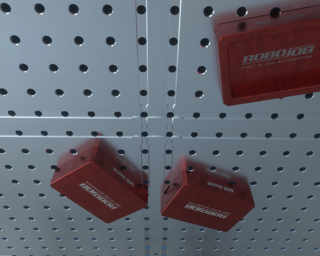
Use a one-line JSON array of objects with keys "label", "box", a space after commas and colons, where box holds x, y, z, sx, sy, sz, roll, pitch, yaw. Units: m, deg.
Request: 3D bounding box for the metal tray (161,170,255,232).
[{"label": "metal tray", "box": [0.077, 0.124, 0.514, 0.131, 0.030, 0.089, 19, 128, -16]}]

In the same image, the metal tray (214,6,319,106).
[{"label": "metal tray", "box": [0.131, -0.077, 0.343, 0.131, 0.030, 0.090, -9, 130, 7]}]

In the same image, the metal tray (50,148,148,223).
[{"label": "metal tray", "box": [-0.091, 0.095, 0.488, 0.090, 0.030, 0.130, -29, 125, 22]}]
